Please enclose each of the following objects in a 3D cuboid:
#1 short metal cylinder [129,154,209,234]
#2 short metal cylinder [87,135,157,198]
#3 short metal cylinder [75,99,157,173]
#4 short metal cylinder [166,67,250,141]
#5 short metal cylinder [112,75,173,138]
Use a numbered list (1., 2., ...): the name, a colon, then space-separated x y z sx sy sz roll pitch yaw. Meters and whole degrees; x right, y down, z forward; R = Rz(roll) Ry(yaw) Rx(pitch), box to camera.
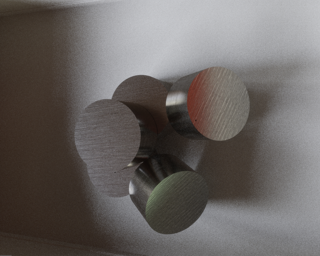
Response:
1. short metal cylinder: 0.010 0.077 0.368 0.050 0.081 0.080 35 105 58
2. short metal cylinder: -0.048 0.047 0.412 0.080 0.050 0.079 0 90 19
3. short metal cylinder: -0.049 0.008 0.357 0.080 0.050 0.079 0 90 19
4. short metal cylinder: 0.054 -0.026 0.354 0.081 0.050 0.079 1 89 -25
5. short metal cylinder: -0.016 -0.025 0.400 0.080 0.050 0.079 0 90 19
